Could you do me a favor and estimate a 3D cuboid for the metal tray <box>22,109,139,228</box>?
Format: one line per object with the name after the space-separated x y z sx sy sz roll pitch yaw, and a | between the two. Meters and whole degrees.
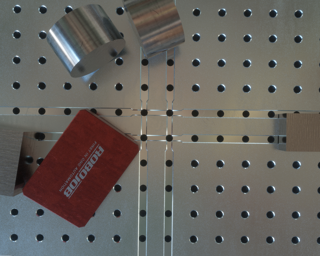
-0.100 0.051 0.402 0.090 0.030 0.130 36 90 -11 | metal tray

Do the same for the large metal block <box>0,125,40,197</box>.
-0.211 0.038 0.399 0.080 0.050 0.080 9 90 0 | large metal block

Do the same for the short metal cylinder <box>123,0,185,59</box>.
-0.009 -0.133 0.386 0.050 0.080 0.080 -24 90 0 | short metal cylinder

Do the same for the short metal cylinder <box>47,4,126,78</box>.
-0.090 -0.106 0.385 0.080 0.080 0.050 -34 90 0 | short metal cylinder

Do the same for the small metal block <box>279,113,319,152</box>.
0.189 0.006 0.415 0.050 0.025 0.050 1 90 0 | small metal block
